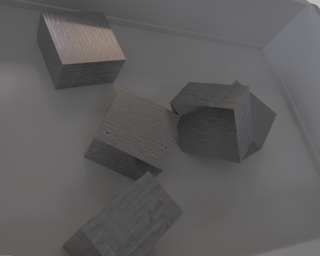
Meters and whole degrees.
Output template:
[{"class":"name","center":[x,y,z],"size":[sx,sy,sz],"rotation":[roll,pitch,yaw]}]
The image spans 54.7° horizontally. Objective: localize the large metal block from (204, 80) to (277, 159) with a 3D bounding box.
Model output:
[{"class":"large metal block","center":[0.114,-0.010,0.457],"size":[0.080,0.050,0.080],"rotation":[40,51,-1]}]

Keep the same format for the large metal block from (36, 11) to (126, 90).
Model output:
[{"class":"large metal block","center":[-0.102,-0.101,0.396],"size":[0.081,0.050,0.080],"rotation":[-13,69,-34]}]

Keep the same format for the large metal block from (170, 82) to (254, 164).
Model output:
[{"class":"large metal block","center":[0.068,-0.009,0.391],"size":[0.080,0.080,0.050],"rotation":[9,41,33]}]

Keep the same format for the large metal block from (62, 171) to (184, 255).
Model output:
[{"class":"large metal block","center":[-0.036,0.096,0.292],"size":[0.050,0.080,0.081],"rotation":[49,51,6]}]

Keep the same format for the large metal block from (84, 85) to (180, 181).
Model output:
[{"class":"large metal block","center":[-0.031,0.009,0.367],"size":[0.080,0.050,0.080],"rotation":[27,52,-11]}]
